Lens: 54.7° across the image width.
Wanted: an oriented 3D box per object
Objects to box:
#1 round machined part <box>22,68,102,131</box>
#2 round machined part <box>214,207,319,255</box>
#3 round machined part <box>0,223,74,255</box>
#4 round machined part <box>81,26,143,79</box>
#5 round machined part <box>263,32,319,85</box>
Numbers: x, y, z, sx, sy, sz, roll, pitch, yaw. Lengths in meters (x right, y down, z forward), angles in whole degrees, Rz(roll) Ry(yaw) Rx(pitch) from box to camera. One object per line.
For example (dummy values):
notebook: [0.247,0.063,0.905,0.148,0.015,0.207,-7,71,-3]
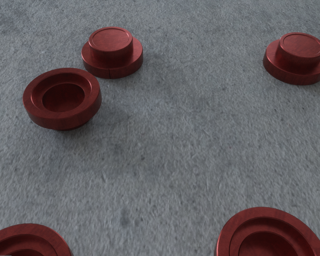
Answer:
round machined part: [-0.128,-0.034,0.419,0.099,0.042,0.098,0,50,0]
round machined part: [0.099,0.127,0.287,0.099,0.042,0.098,0,50,0]
round machined part: [-0.123,0.139,0.273,0.099,0.042,0.098,0,50,0]
round machined part: [-0.077,-0.126,0.497,0.099,0.042,0.098,0,50,0]
round machined part: [0.219,-0.116,0.492,0.099,0.042,0.098,0,50,0]
